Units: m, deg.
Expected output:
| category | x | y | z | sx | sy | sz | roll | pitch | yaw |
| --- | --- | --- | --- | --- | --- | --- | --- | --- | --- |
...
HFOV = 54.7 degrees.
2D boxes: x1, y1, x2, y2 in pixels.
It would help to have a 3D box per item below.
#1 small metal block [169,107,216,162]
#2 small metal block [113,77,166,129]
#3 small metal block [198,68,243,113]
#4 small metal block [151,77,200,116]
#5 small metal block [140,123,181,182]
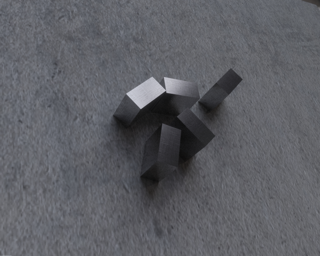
| category | x | y | z | sx | sy | sz | roll | pitch | yaw |
| --- | --- | --- | --- | --- | --- | --- | --- | --- | --- |
| small metal block | 0.035 | 0.010 | 0.402 | 0.050 | 0.050 | 0.025 | 47 | 51 | 4 |
| small metal block | -0.026 | -0.032 | 0.394 | 0.025 | 0.050 | 0.050 | 47 | 51 | 4 |
| small metal block | 0.093 | -0.058 | 0.475 | 0.025 | 0.050 | 0.050 | 45 | 51 | 2 |
| small metal block | 0.019 | -0.041 | 0.424 | 0.050 | 0.050 | 0.025 | 6 | 59 | -26 |
| small metal block | 0.001 | 0.031 | 0.371 | 0.025 | 0.050 | 0.050 | 20 | 54 | -17 |
